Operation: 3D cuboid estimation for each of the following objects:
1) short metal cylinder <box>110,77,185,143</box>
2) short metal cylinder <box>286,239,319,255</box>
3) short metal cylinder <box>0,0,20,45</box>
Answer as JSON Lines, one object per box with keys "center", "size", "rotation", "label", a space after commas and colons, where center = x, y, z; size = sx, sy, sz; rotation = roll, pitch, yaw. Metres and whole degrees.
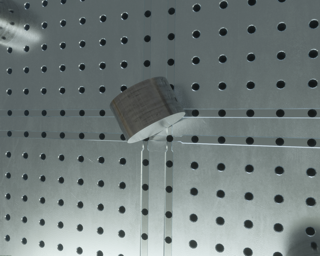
{"center": [-0.016, -0.022, 0.389], "size": [0.080, 0.080, 0.050], "rotation": [-30, 80, 17], "label": "short metal cylinder"}
{"center": [0.178, 0.169, 0.336], "size": [0.080, 0.050, 0.079], "rotation": [0, 90, 20], "label": "short metal cylinder"}
{"center": [-0.276, -0.179, 0.497], "size": [0.080, 0.050, 0.079], "rotation": [0, 90, 20], "label": "short metal cylinder"}
